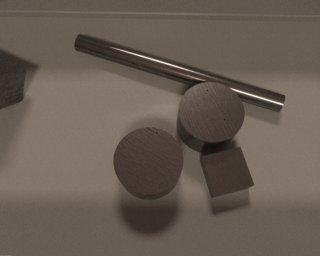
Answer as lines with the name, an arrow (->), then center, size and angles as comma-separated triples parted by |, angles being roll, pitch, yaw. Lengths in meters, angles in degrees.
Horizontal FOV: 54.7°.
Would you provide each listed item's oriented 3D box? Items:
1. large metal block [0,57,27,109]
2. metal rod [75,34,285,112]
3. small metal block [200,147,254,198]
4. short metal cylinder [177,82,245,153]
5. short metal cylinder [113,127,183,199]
large metal block -> -0.234, -0.061, 0.393 | 0.080, 0.080, 0.050 | 23, 115, 8
metal rod -> 0.023, -0.079, 0.438 | 0.301, 0.025, 0.025 | 18, 71, 6
small metal block -> 0.083, 0.056, 0.390 | 0.050, 0.025, 0.050 | -13, 71, -5
short metal cylinder -> 0.063, -0.012, 0.402 | 0.081, 0.050, 0.080 | 0, 70, 0
short metal cylinder -> -0.013, 0.045, 0.380 | 0.081, 0.050, 0.080 | 0, 70, 0
